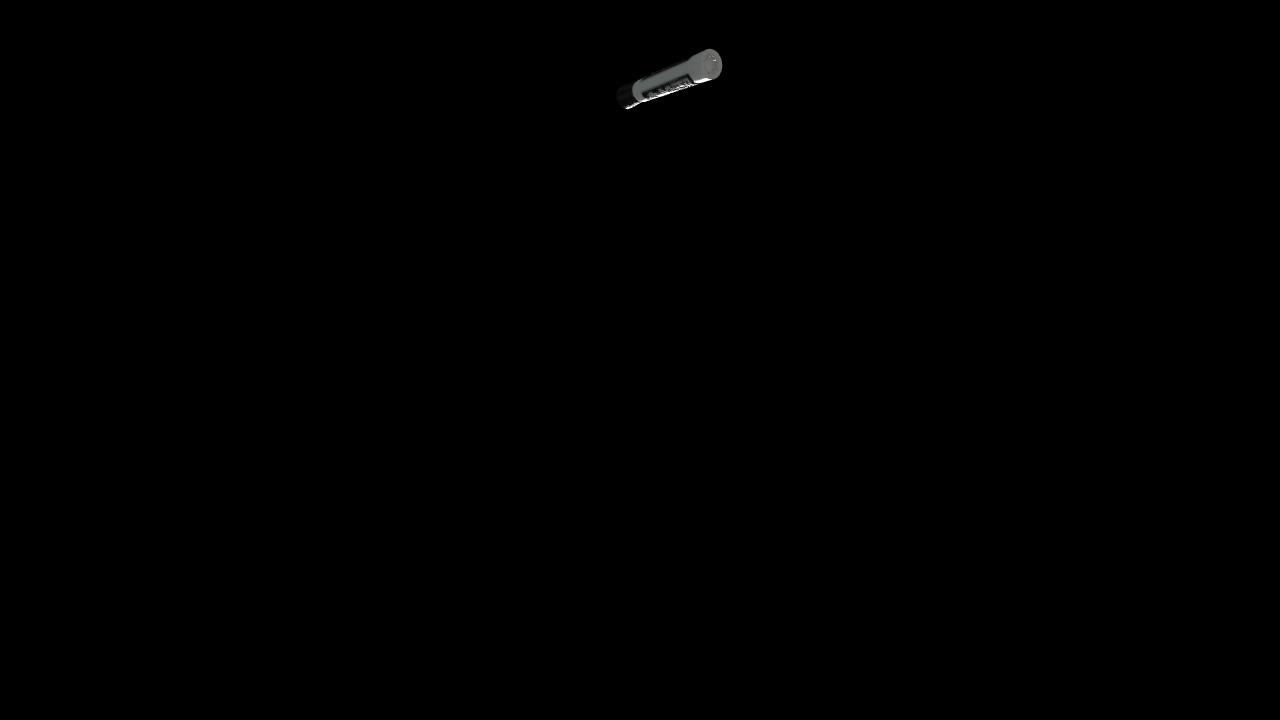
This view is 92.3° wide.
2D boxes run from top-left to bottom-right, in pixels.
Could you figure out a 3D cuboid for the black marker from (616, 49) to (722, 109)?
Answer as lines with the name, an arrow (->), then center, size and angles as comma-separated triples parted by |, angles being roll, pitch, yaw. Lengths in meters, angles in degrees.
black marker -> 0.017, -0.207, 0.459 | 0.020, 0.020, 0.121 | 0, 10, -32
